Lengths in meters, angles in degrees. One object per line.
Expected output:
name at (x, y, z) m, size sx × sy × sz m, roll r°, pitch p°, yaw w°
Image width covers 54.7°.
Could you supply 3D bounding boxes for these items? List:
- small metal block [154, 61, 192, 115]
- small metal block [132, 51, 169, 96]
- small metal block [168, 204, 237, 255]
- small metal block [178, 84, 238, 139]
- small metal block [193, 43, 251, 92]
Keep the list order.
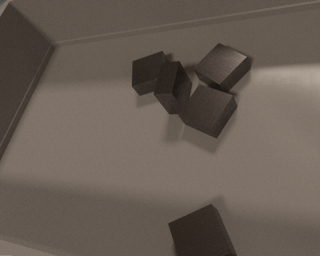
small metal block at (0.019, -0.052, 0.411) m, size 0.025 × 0.050 × 0.050 m, roll -1°, pitch 61°, yaw 28°
small metal block at (-0.013, -0.081, 0.461) m, size 0.050 × 0.025 × 0.050 m, roll -14°, pitch 56°, yaw 19°
small metal block at (0.042, 0.113, 0.313) m, size 0.050 × 0.025 × 0.050 m, roll -28°, pitch 52°, yaw 10°
small metal block at (0.060, -0.022, 0.387) m, size 0.050 × 0.025 × 0.050 m, roll 26°, pitch 76°, yaw 36°
small metal block at (0.082, -0.079, 0.410) m, size 0.050 × 0.025 × 0.050 m, roll -45°, pitch 51°, yaw -4°
